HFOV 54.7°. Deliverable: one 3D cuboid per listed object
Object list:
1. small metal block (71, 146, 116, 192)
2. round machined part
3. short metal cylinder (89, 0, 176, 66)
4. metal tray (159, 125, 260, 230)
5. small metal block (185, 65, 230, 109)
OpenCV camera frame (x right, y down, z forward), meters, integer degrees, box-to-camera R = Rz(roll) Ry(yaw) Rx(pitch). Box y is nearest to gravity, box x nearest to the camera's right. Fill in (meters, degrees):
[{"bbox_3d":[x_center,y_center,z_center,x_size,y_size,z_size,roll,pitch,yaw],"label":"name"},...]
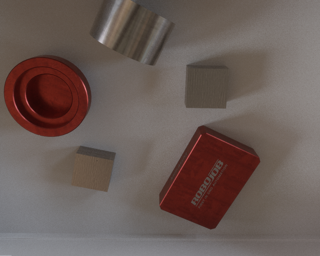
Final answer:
[{"bbox_3d":[-0.092,0.057,0.431,0.050,0.025,0.050,12,110,-5],"label":"small metal block"},{"bbox_3d":[-0.135,-0.041,0.385,0.099,0.042,0.097,0,110,-1],"label":"round machined part"},{"bbox_3d":[-0.030,-0.110,0.341,0.080,0.080,0.050,25,108,-9],"label":"short metal cylinder"},{"bbox_3d":[0.066,0.072,0.436,0.090,0.030,0.129,25,108,-10],"label":"metal tray"},{"bbox_3d":[0.059,-0.052,0.393,0.050,0.025,0.050,1,110,-1],"label":"small metal block"}]
